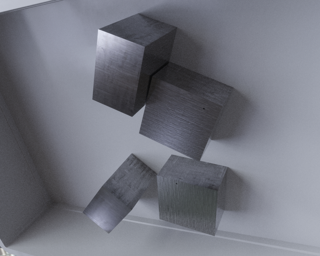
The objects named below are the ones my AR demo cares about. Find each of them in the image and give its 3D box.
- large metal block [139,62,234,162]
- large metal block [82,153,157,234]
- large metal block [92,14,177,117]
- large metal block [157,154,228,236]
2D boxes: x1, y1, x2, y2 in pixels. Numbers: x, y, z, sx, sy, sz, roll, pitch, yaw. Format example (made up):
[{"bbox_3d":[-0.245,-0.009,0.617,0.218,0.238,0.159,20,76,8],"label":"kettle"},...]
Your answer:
[{"bbox_3d":[0.029,-0.020,0.364,0.080,0.050,0.079,25,127,12],"label":"large metal block"},{"bbox_3d":[-0.059,0.097,0.463,0.050,0.080,0.080,39,129,1],"label":"large metal block"},{"bbox_3d":[-0.027,-0.072,0.342,0.050,0.080,0.079,24,127,13],"label":"large metal block"},{"bbox_3d":[0.045,0.090,0.424,0.080,0.050,0.079,11,123,22],"label":"large metal block"}]
